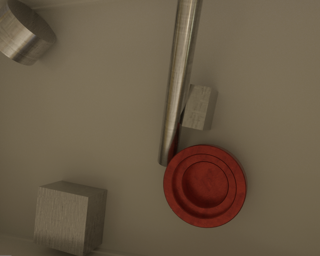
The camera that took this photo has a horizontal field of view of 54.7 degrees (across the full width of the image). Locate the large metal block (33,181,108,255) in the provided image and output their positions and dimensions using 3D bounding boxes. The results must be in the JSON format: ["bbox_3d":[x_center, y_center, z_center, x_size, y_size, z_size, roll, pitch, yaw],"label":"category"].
[{"bbox_3d":[-0.126,0.125,0.440,0.080,0.050,0.079,7,92,19],"label":"large metal block"}]

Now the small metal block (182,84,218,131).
[{"bbox_3d":[0.050,-0.024,0.379,0.025,0.050,0.050,13,94,19],"label":"small metal block"}]

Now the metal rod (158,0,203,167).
[{"bbox_3d":[0.024,-0.082,0.331,0.025,0.025,0.298,19,124,18],"label":"metal rod"}]

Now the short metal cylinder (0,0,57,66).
[{"bbox_3d":[-0.200,-0.138,0.450,0.050,0.080,0.080,-39,78,16],"label":"short metal cylinder"}]

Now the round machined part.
[{"bbox_3d":[0.057,0.068,0.381,0.098,0.042,0.097,0,90,19],"label":"round machined part"}]
